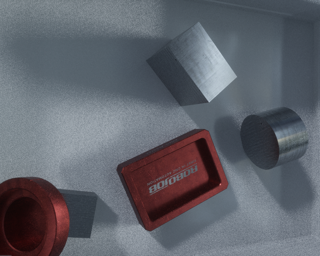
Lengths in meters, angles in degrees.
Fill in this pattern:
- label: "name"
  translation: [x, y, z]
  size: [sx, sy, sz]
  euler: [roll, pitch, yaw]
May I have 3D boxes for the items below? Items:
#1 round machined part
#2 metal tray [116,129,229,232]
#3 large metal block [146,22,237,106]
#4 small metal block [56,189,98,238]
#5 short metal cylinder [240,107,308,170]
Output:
- label: "round machined part"
  translation: [-0.138, 0.102, 0.333]
  size: [0.098, 0.042, 0.097]
  euler: [-2, 83, 19]
- label: "metal tray"
  translation: [0.019, 0.066, 0.416]
  size: [0.131, 0.030, 0.090]
  euler: [-24, 98, -19]
- label: "large metal block"
  translation: [0.037, -0.076, 0.396]
  size: [0.050, 0.080, 0.080]
  euler: [-42, 104, -15]
- label: "small metal block"
  translation: [-0.106, 0.102, 0.372]
  size: [0.050, 0.025, 0.050]
  euler: [11, 86, -20]
- label: "short metal cylinder"
  translation: [0.161, 0.014, 0.443]
  size: [0.050, 0.080, 0.080]
  euler: [-15, 96, -20]
